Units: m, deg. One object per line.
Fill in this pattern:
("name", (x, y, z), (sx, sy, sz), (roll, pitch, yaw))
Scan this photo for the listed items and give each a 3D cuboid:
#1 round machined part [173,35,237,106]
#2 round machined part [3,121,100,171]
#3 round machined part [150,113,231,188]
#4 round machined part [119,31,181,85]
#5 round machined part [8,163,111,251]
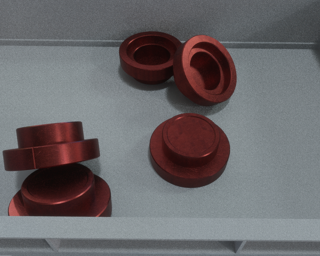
("round machined part", (0.058, -0.077, 0.439), (0.099, 0.042, 0.098), (9, 74, -31))
("round machined part", (-0.118, 0.017, 0.340), (0.099, 0.098, 0.042), (-7, 90, -7))
("round machined part", (0.037, 0.020, 0.378), (0.099, 0.042, 0.098), (0, 50, 0))
("round machined part", (-0.012, -0.105, 0.482), (0.099, 0.042, 0.098), (0, 50, 0))
("round machined part", (-0.099, 0.070, 0.311), (0.099, 0.042, 0.098), (0, 26, 0))
